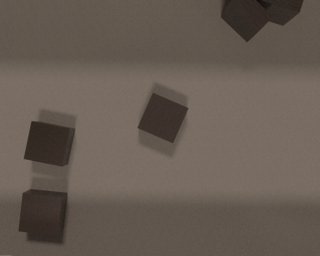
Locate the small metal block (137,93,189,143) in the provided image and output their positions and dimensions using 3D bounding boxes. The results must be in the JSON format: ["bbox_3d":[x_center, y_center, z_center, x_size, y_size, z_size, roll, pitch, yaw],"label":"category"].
[{"bbox_3d":[0.004,-0.013,0.412,0.050,0.025,0.050,24,90,-1],"label":"small metal block"}]

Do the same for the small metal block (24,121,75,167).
[{"bbox_3d":[-0.145,0.020,0.410,0.050,0.025,0.050,12,90,-1],"label":"small metal block"}]

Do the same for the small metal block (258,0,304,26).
[{"bbox_3d":[0.149,-0.160,0.401,0.050,0.050,0.025,18,90,-1],"label":"small metal block"}]

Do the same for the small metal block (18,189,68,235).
[{"bbox_3d":[-0.154,0.111,0.409,0.050,0.025,0.050,6,90,-1],"label":"small metal block"}]

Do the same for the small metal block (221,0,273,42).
[{"bbox_3d":[0.110,-0.144,0.400,0.050,0.050,0.025,44,90,-1],"label":"small metal block"}]
